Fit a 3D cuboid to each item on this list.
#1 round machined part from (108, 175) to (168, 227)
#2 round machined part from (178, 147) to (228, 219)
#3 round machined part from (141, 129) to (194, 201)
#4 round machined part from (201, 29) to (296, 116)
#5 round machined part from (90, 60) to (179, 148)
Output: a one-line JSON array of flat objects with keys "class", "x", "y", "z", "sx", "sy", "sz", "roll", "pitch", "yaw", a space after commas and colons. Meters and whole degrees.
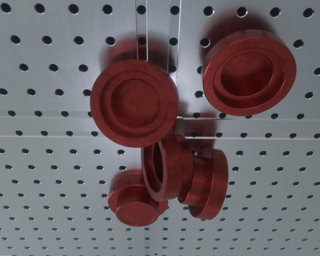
[{"class": "round machined part", "x": -0.036, "y": 0.125, "z": 0.506, "sx": 0.099, "sy": 0.042, "sz": 0.097, "roll": 0, "pitch": 130, "yaw": 0}, {"class": "round machined part", "x": 0.053, "y": 0.073, "z": 0.426, "sx": 0.042, "sy": 0.098, "sz": 0.097, "roll": 12, "pitch": 129, "yaw": -10}, {"class": "round machined part", "x": 0.010, "y": 0.043, "z": 0.404, "sx": 0.042, "sy": 0.098, "sz": 0.097, "roll": -4, "pitch": 133, "yaw": -21}, {"class": "round machined part", "x": 0.095, "y": -0.064, "z": 0.347, "sx": 0.099, "sy": 0.042, "sz": 0.097, "roll": 0, "pitch": 130, "yaw": 0}, {"class": "round machined part", "x": -0.026, "y": -0.030, "z": 0.358, "sx": 0.098, "sy": 0.042, "sz": 0.097, "roll": 2, "pitch": 104, "yaw": 7}]
